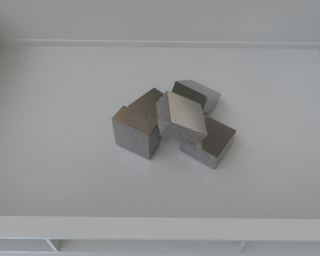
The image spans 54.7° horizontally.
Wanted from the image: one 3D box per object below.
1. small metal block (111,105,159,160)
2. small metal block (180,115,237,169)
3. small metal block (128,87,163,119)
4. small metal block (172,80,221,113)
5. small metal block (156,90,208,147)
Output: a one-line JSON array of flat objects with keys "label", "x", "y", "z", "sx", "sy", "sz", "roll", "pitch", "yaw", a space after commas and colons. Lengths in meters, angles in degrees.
[{"label": "small metal block", "x": -0.029, "y": 0.006, "z": 0.380, "sx": 0.050, "sy": 0.050, "sz": 0.025, "roll": 23, "pitch": 54, "yaw": 18}, {"label": "small metal block", "x": 0.060, "y": 0.016, "z": 0.390, "sx": 0.050, "sy": 0.025, "sz": 0.050, "roll": 28, "pitch": 55, "yaw": 21}, {"label": "small metal block", "x": -0.007, "y": -0.022, "z": 0.420, "sx": 0.050, "sy": 0.025, "sz": 0.050, "roll": 36, "pitch": 58, "yaw": 26}, {"label": "small metal block", "x": 0.049, "y": -0.044, "z": 0.426, "sx": 0.050, "sy": 0.025, "sz": 0.050, "roll": 30, "pitch": 23, "yaw": 22}, {"label": "small metal block", "x": 0.025, "y": -0.011, "z": 0.365, "sx": 0.050, "sy": 0.025, "sz": 0.050, "roll": 20, "pitch": 44, "yaw": -27}]
